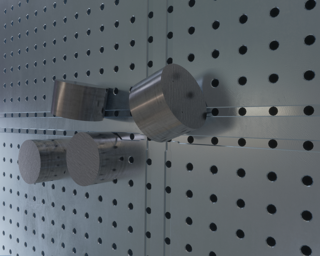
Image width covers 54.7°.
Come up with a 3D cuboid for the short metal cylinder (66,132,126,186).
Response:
[{"bbox_3d":[-0.099,0.046,0.475,0.080,0.050,0.079,0,90,40],"label":"short metal cylinder"}]

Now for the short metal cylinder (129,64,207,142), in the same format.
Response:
[{"bbox_3d":[0.011,-0.028,0.365,0.050,0.081,0.080,-25,75,37],"label":"short metal cylinder"}]

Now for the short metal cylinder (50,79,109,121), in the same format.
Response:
[{"bbox_3d":[-0.123,-0.043,0.475,0.080,0.081,0.050,17,101,38],"label":"short metal cylinder"}]

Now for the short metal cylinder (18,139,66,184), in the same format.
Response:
[{"bbox_3d":[-0.219,0.061,0.574,0.080,0.050,0.079,0,90,40],"label":"short metal cylinder"}]
